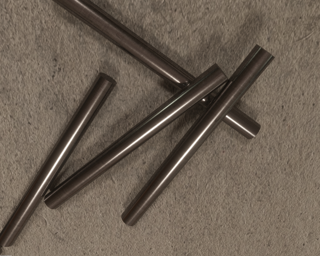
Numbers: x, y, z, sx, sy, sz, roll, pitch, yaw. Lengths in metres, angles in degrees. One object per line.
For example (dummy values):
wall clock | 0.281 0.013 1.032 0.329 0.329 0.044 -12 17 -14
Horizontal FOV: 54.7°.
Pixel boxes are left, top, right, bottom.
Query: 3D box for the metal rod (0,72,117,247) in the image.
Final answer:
metal rod | -0.149 0.054 0.427 0.025 0.025 0.299 33 107 -12

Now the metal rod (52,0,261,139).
metal rod | 0.002 -0.077 0.381 0.301 0.025 0.025 34 106 -12

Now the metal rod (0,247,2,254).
metal rod | -0.297 0.062 0.428 0.025 0.025 0.298 -15 110 5

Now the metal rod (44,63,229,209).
metal rod | -0.043 0.021 0.401 0.300 0.025 0.025 -37 107 18

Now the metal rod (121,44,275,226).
metal rod | 0.035 0.025 0.400 0.025 0.025 0.298 31 114 -11
